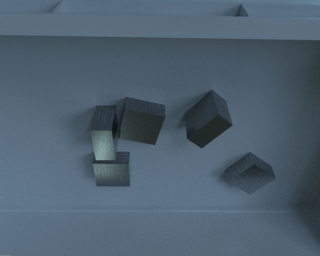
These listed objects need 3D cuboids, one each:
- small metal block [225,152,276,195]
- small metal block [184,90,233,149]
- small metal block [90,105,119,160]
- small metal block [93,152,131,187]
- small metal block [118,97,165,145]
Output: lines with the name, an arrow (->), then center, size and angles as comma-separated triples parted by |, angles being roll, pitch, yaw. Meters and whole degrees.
small metal block -> 0.137, 0.070, 0.471 | 0.050, 0.025, 0.050 | 32, 123, -25
small metal block -> 0.058, -0.011, 0.384 | 0.025, 0.050, 0.050 | 34, 122, -25
small metal block -> -0.069, 0.006, 0.397 | 0.025, 0.050, 0.050 | 0, 130, 0
small metal block -> -0.070, 0.061, 0.460 | 0.050, 0.025, 0.050 | 1, 130, -1
small metal block -> -0.024, -0.008, 0.402 | 0.050, 0.025, 0.050 | 11, 129, -10
